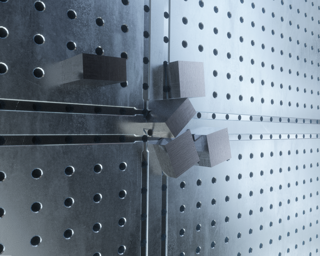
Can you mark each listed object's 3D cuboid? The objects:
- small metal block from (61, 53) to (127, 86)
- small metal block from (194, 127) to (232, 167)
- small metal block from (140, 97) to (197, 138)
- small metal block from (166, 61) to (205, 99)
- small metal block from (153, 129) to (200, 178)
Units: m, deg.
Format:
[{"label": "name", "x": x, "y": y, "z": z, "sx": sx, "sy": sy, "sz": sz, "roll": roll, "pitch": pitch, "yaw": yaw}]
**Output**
[{"label": "small metal block", "x": -0.071, "y": -0.061, "z": 0.334, "sx": 0.050, "sy": 0.050, "sz": 0.025, "roll": -3, "pitch": 92, "yaw": -40}, {"label": "small metal block", "x": 0.083, "y": 0.029, "z": 0.481, "sx": 0.050, "sy": 0.025, "sz": 0.050, "roll": -17, "pitch": 101, "yaw": -39}, {"label": "small metal block", "x": 0.011, "y": -0.013, "z": 0.404, "sx": 0.050, "sy": 0.050, "sz": 0.025, "roll": -48, "pitch": 119, "yaw": -30}, {"label": "small metal block", "x": 0.037, "y": -0.068, "z": 0.443, "sx": 0.050, "sy": 0.025, "sz": 0.050, "roll": -7, "pitch": 95, "yaw": -40}, {"label": "small metal block", "x": 0.024, "y": 0.034, "z": 0.431, "sx": 0.050, "sy": 0.025, "sz": 0.050, "roll": -31, "pitch": 110, "yaw": -36}]
